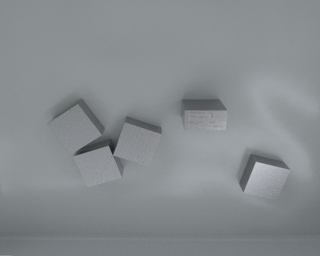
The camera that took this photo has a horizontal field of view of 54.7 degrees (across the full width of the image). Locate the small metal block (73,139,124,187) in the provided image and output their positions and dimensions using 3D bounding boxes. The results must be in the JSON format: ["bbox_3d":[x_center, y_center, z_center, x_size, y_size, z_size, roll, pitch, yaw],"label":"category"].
[{"bbox_3d":[-0.083,0.048,0.428,0.050,0.025,0.050,-17,110,5],"label":"small metal block"}]

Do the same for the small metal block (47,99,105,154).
[{"bbox_3d":[-0.110,-0.002,0.409,0.050,0.025,0.050,-32,108,10],"label":"small metal block"}]

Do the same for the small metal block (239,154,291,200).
[{"bbox_3d":[0.147,0.070,0.439,0.050,0.025,0.050,13,110,-6],"label":"small metal block"}]

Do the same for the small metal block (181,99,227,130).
[{"bbox_3d":[0.054,-0.018,0.392,0.050,0.050,0.025,0,110,-1],"label":"small metal block"}]

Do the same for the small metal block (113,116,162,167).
[{"bbox_3d":[-0.030,0.018,0.418,0.050,0.025,0.050,18,109,-7],"label":"small metal block"}]
